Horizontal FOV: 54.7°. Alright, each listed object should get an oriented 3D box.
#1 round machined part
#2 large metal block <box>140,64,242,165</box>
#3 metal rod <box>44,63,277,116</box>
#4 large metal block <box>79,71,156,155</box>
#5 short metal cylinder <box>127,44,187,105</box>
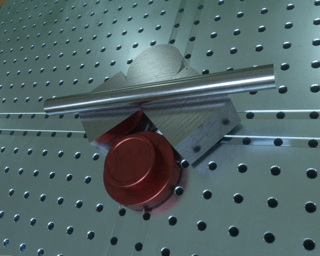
[{"bbox_3d":[-0.028,0.046,0.379,0.098,0.042,0.098,-13,56,21],"label":"round machined part"},{"bbox_3d":[0.036,-0.017,0.375,0.080,0.050,0.080,-41,51,1],"label":"large metal block"},{"bbox_3d":[-0.020,-0.040,0.372,0.300,0.025,0.025,-5,60,26],"label":"metal rod"},{"bbox_3d":[-0.062,-0.019,0.431,0.080,0.050,0.080,-34,53,5],"label":"large metal block"},{"bbox_3d":[0.002,-0.068,0.428,0.080,0.050,0.080,-13,56,21],"label":"short metal cylinder"}]
